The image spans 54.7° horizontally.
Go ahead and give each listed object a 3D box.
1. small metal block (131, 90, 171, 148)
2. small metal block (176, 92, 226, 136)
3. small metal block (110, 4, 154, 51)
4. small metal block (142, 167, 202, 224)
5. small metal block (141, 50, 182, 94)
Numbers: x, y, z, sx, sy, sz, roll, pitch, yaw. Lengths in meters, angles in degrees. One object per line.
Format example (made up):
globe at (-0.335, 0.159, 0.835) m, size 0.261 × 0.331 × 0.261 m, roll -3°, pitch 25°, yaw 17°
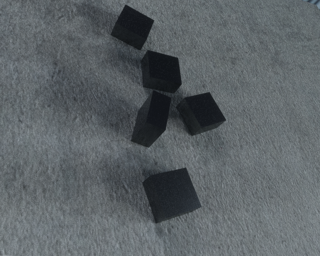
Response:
small metal block at (-0.011, -0.011, 0.390) m, size 0.025 × 0.050 × 0.050 m, roll 22°, pitch 54°, yaw -16°
small metal block at (0.060, -0.021, 0.451) m, size 0.050 × 0.025 × 0.050 m, roll -16°, pitch 70°, yaw -35°
small metal block at (-0.042, -0.155, 0.477) m, size 0.050 × 0.025 × 0.050 m, roll 25°, pitch 53°, yaw -13°
small metal block at (0.014, 0.078, 0.365) m, size 0.050 × 0.025 × 0.050 m, roll -8°, pitch 66°, yaw -32°
small metal block at (0.002, -0.082, 0.457) m, size 0.050 × 0.025 × 0.050 m, roll 9°, pitch 58°, yaw -24°
